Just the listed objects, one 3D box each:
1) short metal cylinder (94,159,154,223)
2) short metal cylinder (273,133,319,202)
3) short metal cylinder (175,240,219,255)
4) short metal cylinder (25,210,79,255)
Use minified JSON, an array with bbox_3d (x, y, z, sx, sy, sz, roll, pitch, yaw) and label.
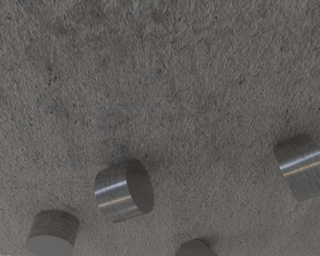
[{"bbox_3d":[-0.050,0.091,0.448,0.050,0.080,0.080,-22,127,17],"label":"short metal cylinder"},{"bbox_3d":[0.195,0.053,0.418,0.050,0.080,0.080,-27,125,21],"label":"short metal cylinder"},{"bbox_3d":[0.073,0.265,0.597,0.080,0.080,0.050,-28,125,22],"label":"short metal cylinder"},{"bbox_3d":[-0.189,0.190,0.550,0.081,0.050,0.079,0,130,0],"label":"short metal cylinder"}]
